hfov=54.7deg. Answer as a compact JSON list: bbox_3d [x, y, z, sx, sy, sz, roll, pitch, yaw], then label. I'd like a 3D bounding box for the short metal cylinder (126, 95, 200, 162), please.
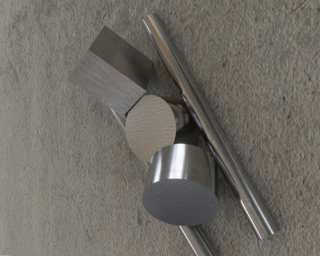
[{"bbox_3d":[0.003,0.001,0.387,0.080,0.050,0.080,0,90,40],"label":"short metal cylinder"}]

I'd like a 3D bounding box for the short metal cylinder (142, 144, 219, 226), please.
[{"bbox_3d":[0.024,0.064,0.343,0.080,0.080,0.050,-38,24,33],"label":"short metal cylinder"}]

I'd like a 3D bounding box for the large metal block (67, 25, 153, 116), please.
[{"bbox_3d":[-0.060,-0.075,0.400,0.050,0.080,0.080,-44,22,31],"label":"large metal block"}]

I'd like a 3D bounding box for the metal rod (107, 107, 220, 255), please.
[{"bbox_3d":[-0.016,0.041,0.419,0.025,0.025,0.299,-48,62,29],"label":"metal rod"}]

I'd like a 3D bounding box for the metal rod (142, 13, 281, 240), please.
[{"bbox_3d":[0.049,-0.018,0.365,0.025,0.025,0.299,-39,66,33],"label":"metal rod"}]
